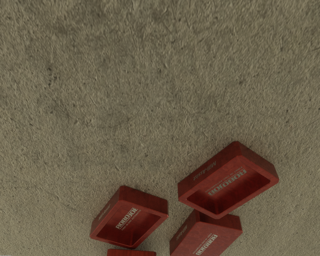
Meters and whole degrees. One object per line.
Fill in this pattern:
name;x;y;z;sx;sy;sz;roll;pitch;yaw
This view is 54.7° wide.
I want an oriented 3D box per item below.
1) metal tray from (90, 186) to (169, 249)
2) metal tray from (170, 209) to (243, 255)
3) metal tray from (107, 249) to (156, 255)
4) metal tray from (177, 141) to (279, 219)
metal tray;-0.055;0.160;0.539;0.091;0.030;0.129;24;126;-19
metal tray;0.082;0.205;0.579;0.091;0.030;0.129;16;128;-14
metal tray;-0.060;0.274;0.615;0.091;0.030;0.129;6;145;-5
metal tray;0.101;0.085;0.477;0.090;0.030;0.129;32;123;-24
